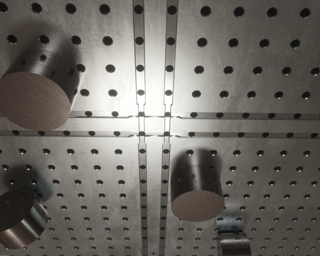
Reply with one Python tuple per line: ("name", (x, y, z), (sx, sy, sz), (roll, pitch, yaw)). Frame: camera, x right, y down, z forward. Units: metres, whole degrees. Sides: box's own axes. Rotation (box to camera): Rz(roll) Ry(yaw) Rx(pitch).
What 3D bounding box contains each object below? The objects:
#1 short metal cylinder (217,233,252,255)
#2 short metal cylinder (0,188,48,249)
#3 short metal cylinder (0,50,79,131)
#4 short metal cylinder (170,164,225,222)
("short metal cylinder", (0.138, 0.238, 0.581), (0.050, 0.080, 0.079), (-3, 130, 2))
("short metal cylinder", (-0.229, 0.144, 0.495), (0.080, 0.080, 0.050), (-10, 130, 8))
("short metal cylinder", (-0.139, -0.043, 0.357), (0.081, 0.050, 0.079), (0, 130, 0))
("short metal cylinder", (0.057, 0.102, 0.484), (0.081, 0.050, 0.079), (0, 130, 0))
